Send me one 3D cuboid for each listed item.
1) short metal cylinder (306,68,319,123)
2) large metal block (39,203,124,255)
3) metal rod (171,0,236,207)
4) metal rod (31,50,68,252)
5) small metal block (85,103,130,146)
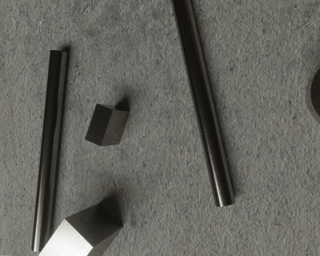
[{"bbox_3d":[0.200,-0.036,0.326,0.080,0.050,0.079,0,90,19],"label":"short metal cylinder"},{"bbox_3d":[-0.107,0.157,0.416,0.050,0.080,0.080,39,102,15],"label":"large metal block"},{"bbox_3d":[0.050,-0.053,0.390,0.025,0.025,0.298,-13,86,19],"label":"metal rod"},{"bbox_3d":[-0.167,0.035,0.465,0.025,0.025,0.298,7,92,19],"label":"metal rod"},{"bbox_3d":[-0.070,-0.004,0.419,0.025,0.050,0.050,22,97,18],"label":"small metal block"}]
